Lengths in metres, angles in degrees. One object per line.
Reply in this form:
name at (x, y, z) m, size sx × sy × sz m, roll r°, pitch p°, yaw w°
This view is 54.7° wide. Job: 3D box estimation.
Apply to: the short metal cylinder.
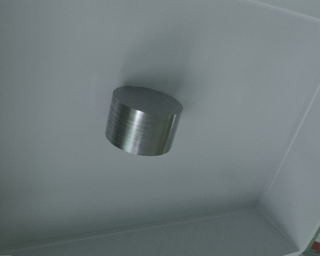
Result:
short metal cylinder at (-0.019, -0.010, 0.358) m, size 0.081 × 0.080 × 0.050 m, roll 1°, pitch 118°, yaw -29°
